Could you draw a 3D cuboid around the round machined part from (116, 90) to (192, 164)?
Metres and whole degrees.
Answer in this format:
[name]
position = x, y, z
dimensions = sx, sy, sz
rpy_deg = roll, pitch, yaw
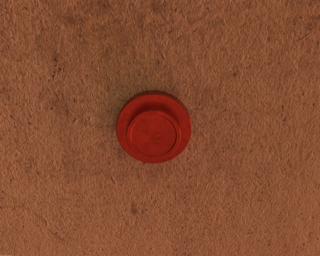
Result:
[round machined part]
position = -0.008, 0.003, 0.403
dimensions = 0.099, 0.042, 0.097
rpy_deg = 0, 110, -1
